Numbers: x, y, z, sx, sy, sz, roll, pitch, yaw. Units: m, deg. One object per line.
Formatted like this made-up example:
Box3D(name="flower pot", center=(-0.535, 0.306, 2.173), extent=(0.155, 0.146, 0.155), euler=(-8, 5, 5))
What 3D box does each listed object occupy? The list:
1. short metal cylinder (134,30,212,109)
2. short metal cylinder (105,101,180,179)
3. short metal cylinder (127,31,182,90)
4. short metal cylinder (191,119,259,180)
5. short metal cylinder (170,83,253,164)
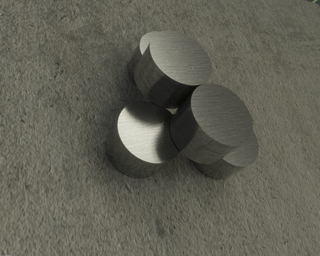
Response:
Box3D(name="short metal cylinder", center=(0.015, -0.070, 0.375), extent=(0.081, 0.050, 0.080), euler=(13, 56, -20))
Box3D(name="short metal cylinder", center=(-0.020, 0.015, 0.369), extent=(0.081, 0.050, 0.080), euler=(14, 56, -21))
Box3D(name="short metal cylinder", center=(-0.001, -0.091, 0.444), extent=(0.081, 0.050, 0.080), euler=(14, 56, -21))
Box3D(name="short metal cylinder", center=(0.085, 0.024, 0.419), extent=(0.081, 0.050, 0.080), euler=(14, 56, -21))
Box3D(name="short metal cylinder", center=(0.058, -0.005, 0.358), extent=(0.081, 0.050, 0.080), euler=(14, 56, -21))
